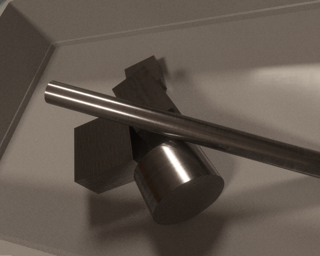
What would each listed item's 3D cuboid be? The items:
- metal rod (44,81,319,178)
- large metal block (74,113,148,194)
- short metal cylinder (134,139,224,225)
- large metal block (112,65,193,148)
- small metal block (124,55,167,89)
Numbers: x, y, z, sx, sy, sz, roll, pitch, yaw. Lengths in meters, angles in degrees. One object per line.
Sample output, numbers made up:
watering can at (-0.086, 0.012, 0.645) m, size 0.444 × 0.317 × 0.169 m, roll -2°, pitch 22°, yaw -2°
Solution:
metal rod at (0.030, 0.002, 0.309) m, size 0.301 × 0.025 × 0.025 m, roll 15°, pitch 68°, yaw 7°
large metal block at (-0.062, 0.030, 0.403) m, size 0.080 × 0.050 × 0.080 m, roll -22°, pitch 54°, yaw 14°
short metal cylinder at (0.019, 0.057, 0.325) m, size 0.080 × 0.080 × 0.050 m, roll -36°, pitch 52°, yaw 4°
large metal block at (-0.005, -0.017, 0.382) m, size 0.050 × 0.080 × 0.080 m, roll -36°, pitch 51°, yaw 4°
small metal block at (-0.022, -0.073, 0.461) m, size 0.050 × 0.025 × 0.050 m, roll -23°, pitch 53°, yaw 13°
